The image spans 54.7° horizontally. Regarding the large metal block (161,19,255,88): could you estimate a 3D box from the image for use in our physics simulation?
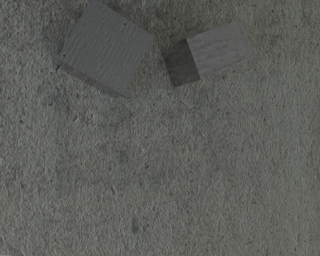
[{"bbox_3d":[0.059,-0.094,0.401,0.081,0.080,0.050,-24,98,-18],"label":"large metal block"}]

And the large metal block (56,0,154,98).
[{"bbox_3d":[-0.067,-0.091,0.371,0.080,0.050,0.080,29,81,-18],"label":"large metal block"}]
